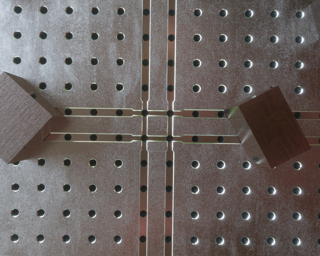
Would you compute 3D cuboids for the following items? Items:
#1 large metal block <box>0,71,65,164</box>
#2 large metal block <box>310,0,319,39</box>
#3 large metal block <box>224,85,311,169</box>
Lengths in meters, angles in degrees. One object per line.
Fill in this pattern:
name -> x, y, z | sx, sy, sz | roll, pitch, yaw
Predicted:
large metal block -> -0.187, -0.013, 0.400 | 0.080, 0.050, 0.080 | 43, 90, 0
large metal block -> 0.252, -0.156, 0.387 | 0.080, 0.080, 0.050 | -14, 90, 0
large metal block -> 0.129, -0.001, 0.387 | 0.050, 0.080, 0.080 | -28, 90, 0
